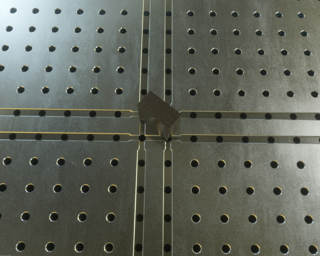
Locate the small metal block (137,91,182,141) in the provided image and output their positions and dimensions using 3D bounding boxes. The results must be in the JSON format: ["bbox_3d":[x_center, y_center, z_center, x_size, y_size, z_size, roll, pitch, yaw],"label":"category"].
[{"bbox_3d":[-0.001,-0.014,0.403,0.050,0.050,0.025,38,74,12],"label":"small metal block"}]
